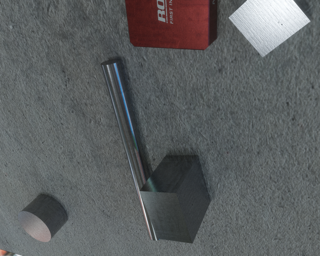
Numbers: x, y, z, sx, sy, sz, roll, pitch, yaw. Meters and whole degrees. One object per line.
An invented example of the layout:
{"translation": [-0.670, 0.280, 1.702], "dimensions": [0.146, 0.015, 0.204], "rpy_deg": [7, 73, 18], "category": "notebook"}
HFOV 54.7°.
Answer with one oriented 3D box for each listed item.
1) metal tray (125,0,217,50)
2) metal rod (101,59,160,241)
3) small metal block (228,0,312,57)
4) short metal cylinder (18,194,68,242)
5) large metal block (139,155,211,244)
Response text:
{"translation": [0.009, -0.147, 0.307], "dimensions": [0.090, 0.030, 0.129], "rpy_deg": [9, 123, 23], "category": "metal tray"}
{"translation": [-0.034, 0.048, 0.452], "dimensions": [0.025, 0.025, 0.298], "rpy_deg": [2, 120, 27], "category": "metal rod"}
{"translation": [0.102, -0.104, 0.288], "dimensions": [0.050, 0.025, 0.050], "rpy_deg": [47, 129, -6], "category": "small metal block"}
{"translation": [-0.235, 0.181, 0.623], "dimensions": [0.080, 0.050, 0.079], "rpy_deg": [13, 124, 20], "category": "short metal cylinder"}
{"translation": [0.024, 0.092, 0.414], "dimensions": [0.050, 0.080, 0.080], "rpy_deg": [-4, 117, 29], "category": "large metal block"}
